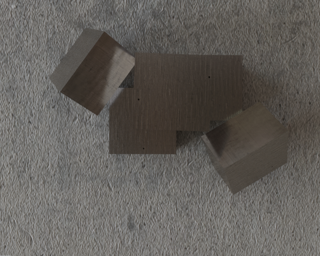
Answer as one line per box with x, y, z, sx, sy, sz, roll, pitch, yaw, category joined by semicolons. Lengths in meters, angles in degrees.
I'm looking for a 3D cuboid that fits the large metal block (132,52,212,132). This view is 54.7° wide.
0.013;-0.038;0.347;0.081;0.050;0.079;2;90;-1;large metal block

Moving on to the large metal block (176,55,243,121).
0.060;-0.049;0.400;0.081;0.050;0.079;0;90;-1;large metal block

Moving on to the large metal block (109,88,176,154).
-0.021;-0.009;0.396;0.081;0.050;0.079;0;90;-1;large metal block

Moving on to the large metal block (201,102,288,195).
0.105;0.027;0.378;0.080;0.080;0.050;-31;52;0;large metal block

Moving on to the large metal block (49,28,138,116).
-0.083;-0.071;0.376;0.050;0.080;0.080;36;90;-33;large metal block
